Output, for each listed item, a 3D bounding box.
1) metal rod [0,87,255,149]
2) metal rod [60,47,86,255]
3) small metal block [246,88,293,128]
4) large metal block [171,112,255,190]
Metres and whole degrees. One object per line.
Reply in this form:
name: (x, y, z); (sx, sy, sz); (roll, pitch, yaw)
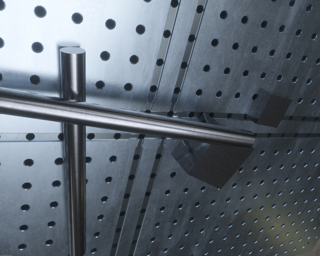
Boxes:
metal rod: (-0.018, -0.005, 0.351); (0.302, 0.025, 0.025); (9, 114, -25)
metal rod: (-0.105, 0.051, 0.385); (0.025, 0.025, 0.298); (-7, 122, -25)
small metal block: (0.171, -0.031, 0.485); (0.050, 0.025, 0.050); (8, 114, -32)
large metal block: (0.078, 0.035, 0.459); (0.080, 0.050, 0.080); (30, 102, -38)
